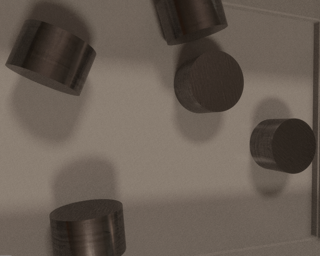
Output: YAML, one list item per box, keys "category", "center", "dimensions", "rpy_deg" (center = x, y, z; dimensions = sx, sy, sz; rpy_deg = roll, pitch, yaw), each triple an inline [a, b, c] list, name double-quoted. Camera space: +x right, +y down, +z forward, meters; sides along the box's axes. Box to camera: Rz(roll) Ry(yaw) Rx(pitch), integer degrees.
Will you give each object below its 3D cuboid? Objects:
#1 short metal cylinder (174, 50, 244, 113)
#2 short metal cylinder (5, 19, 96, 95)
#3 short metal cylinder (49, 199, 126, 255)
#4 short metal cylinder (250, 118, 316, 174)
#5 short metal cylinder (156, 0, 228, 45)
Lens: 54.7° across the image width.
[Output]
- category: "short metal cylinder"
  center: [0.066, -0.061, 0.423]
  dimensions: [0.081, 0.050, 0.079]
  rpy_deg: [0, 90, -21]
- category: "short metal cylinder"
  center: [-0.117, -0.074, 0.338]
  dimensions: [0.080, 0.080, 0.050]
  rpy_deg: [22, 83, -19]
- category: "short metal cylinder"
  center: [-0.081, 0.117, 0.352]
  dimensions: [0.081, 0.080, 0.050]
  rpy_deg: [-5, 92, -20]
- category: "short metal cylinder"
  center: [0.185, 0.026, 0.467]
  dimensions: [0.081, 0.050, 0.079]
  rpy_deg: [0, 90, -21]
- category: "short metal cylinder"
  center: [0.041, -0.143, 0.397]
  dimensions: [0.081, 0.080, 0.050]
  rpy_deg: [-19, 97, -19]
